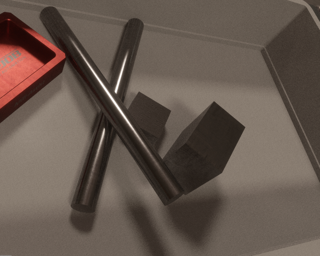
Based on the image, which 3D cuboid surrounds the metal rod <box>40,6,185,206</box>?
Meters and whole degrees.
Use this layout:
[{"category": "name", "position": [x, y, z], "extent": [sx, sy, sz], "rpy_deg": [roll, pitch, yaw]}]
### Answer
[{"category": "metal rod", "position": [-0.068, -0.041, 0.366], "extent": [0.025, 0.025, 0.299], "rpy_deg": [-20, 64, -36]}]

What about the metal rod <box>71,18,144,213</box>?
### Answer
[{"category": "metal rod", "position": [-0.058, -0.040, 0.399], "extent": [0.025, 0.025, 0.300], "rpy_deg": [21, 54, -16]}]

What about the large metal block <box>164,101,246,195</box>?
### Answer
[{"category": "large metal block", "position": [0.049, 0.026, 0.383], "extent": [0.050, 0.080, 0.080], "rpy_deg": [40, 51, -2]}]

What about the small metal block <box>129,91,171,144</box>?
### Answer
[{"category": "small metal block", "position": [-0.019, -0.012, 0.404], "extent": [0.050, 0.025, 0.050], "rpy_deg": [31, 52, -9]}]

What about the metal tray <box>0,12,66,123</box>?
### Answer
[{"category": "metal tray", "position": [-0.182, -0.066, 0.345], "extent": [0.090, 0.030, 0.130], "rpy_deg": [37, 51, -4]}]
